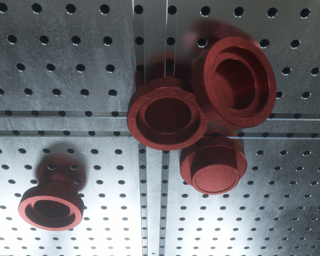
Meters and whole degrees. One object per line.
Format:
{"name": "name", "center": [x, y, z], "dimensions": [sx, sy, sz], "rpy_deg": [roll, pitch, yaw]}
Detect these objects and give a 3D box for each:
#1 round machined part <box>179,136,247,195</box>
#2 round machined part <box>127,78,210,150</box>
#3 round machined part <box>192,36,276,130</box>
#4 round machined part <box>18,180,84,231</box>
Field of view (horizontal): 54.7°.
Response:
{"name": "round machined part", "center": [0.078, 0.061, 0.454], "dimensions": [0.099, 0.042, 0.097], "rpy_deg": [0, 130, 0]}
{"name": "round machined part", "center": [0.010, -0.021, 0.383], "dimensions": [0.099, 0.042, 0.097], "rpy_deg": [-1, 130, 0]}
{"name": "round machined part", "center": [0.076, -0.046, 0.339], "dimensions": [0.098, 0.098, 0.042], "rpy_deg": [26, 161, -21]}
{"name": "round machined part", "center": [-0.172, 0.122, 0.502], "dimensions": [0.099, 0.042, 0.097], "rpy_deg": [-1, 130, 0]}
